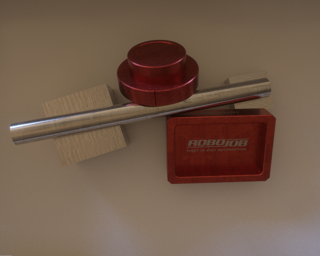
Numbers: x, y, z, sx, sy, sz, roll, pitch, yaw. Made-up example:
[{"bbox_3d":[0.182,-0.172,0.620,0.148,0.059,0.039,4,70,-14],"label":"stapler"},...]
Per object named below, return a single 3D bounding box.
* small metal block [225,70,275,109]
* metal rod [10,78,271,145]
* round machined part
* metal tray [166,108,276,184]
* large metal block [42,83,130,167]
[{"bbox_3d":[0.118,-0.045,0.411,0.050,0.025,0.050,-11,90,-1],"label":"small metal block"},{"bbox_3d":[-0.015,-0.022,0.365,0.302,0.025,0.025,-11,90,-8],"label":"metal rod"},{"bbox_3d":[-0.003,-0.072,0.371,0.099,0.098,0.042,-4,131,-1],"label":"round machined part"},{"bbox_3d":[0.074,0.023,0.394,0.131,0.030,0.089,-2,110,-1],"label":"metal tray"},{"bbox_3d":[-0.091,-0.004,0.395,0.080,0.050,0.080,-18,90,-1],"label":"large metal block"}]
